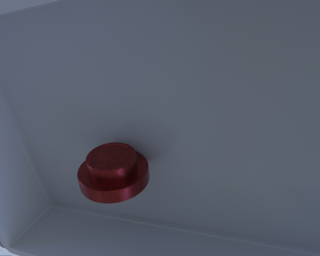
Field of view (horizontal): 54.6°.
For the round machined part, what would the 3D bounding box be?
[{"bbox_3d":[-0.065,0.055,0.431,0.098,0.098,0.042,10,123,23],"label":"round machined part"}]
